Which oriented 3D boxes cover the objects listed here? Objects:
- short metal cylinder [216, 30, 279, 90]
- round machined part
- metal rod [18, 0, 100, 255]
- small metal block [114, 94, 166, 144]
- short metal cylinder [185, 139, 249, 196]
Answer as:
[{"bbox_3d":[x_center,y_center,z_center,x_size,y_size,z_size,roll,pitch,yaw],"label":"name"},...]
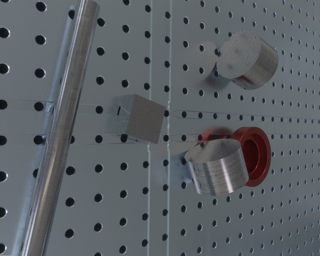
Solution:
[{"bbox_3d":[0.137,-0.106,0.488,0.050,0.080,0.080,21,77,-38],"label":"short metal cylinder"},{"bbox_3d":[0.140,0.047,0.516,0.099,0.042,0.097,0,90,-40],"label":"round machined part"},{"bbox_3d":[-0.105,0.009,0.321,0.025,0.025,0.299,17,79,-39],"label":"metal rod"},{"bbox_3d":[-0.024,-0.010,0.389,0.050,0.025,0.050,21,77,-38],"label":"small metal block"},{"bbox_3d":[0.081,0.054,0.442,0.081,0.080,0.050,-28,108,-37],"label":"short metal cylinder"}]
